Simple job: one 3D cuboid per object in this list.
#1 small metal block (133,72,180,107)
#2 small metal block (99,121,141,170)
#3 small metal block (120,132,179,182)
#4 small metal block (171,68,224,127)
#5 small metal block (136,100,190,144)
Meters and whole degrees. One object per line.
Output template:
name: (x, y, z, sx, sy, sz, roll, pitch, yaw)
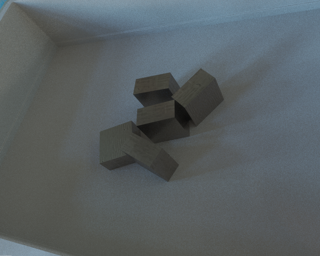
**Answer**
small metal block: (0.000, -0.046, 0.418, 0.050, 0.050, 0.025, -7, 59, 24)
small metal block: (-0.053, 0.024, 0.419, 0.050, 0.025, 0.050, -18, 54, 17)
small metal block: (-0.012, 0.035, 0.374, 0.050, 0.050, 0.025, 25, 76, 36)
small metal block: (0.048, -0.037, 0.386, 0.050, 0.050, 0.025, -44, 55, -3)
small metal block: (0.005, -0.006, 0.391, 0.050, 0.050, 0.025, -13, 57, 21)
